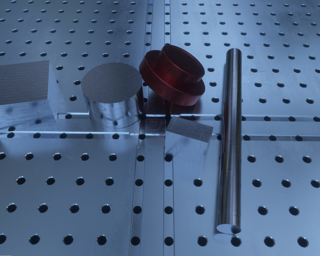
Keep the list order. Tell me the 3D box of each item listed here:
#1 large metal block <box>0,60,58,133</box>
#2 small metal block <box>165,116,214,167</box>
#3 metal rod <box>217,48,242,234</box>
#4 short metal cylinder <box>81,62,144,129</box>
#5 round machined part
[{"bbox_3d":[-0.188,-0.044,0.426,0.081,0.050,0.080,-8,51,-7],"label":"large metal block"},{"bbox_3d":[0.034,0.017,0.378,0.050,0.050,0.025,16,52,13],"label":"small metal block"},{"bbox_3d":[0.097,-0.008,0.415,0.025,0.025,0.300,8,50,6],"label":"metal rod"},{"bbox_3d":[-0.063,-0.045,0.428,0.081,0.050,0.080,0,51,0],"label":"short metal cylinder"},{"bbox_3d":[0.024,-0.080,0.436,0.099,0.042,0.098,24,36,-18],"label":"round machined part"}]
